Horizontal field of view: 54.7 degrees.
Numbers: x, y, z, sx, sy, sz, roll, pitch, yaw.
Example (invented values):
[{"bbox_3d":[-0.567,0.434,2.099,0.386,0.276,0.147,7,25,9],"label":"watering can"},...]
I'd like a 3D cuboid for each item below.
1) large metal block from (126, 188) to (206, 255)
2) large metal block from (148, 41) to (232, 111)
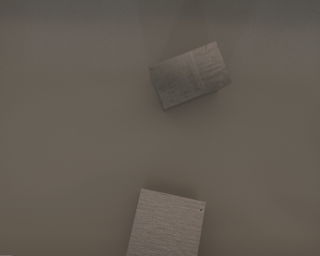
[{"bbox_3d":[0.007,0.126,0.388,0.080,0.050,0.080,12,73,0],"label":"large metal block"},{"bbox_3d":[0.034,-0.059,0.384,0.080,0.080,0.050,-21,90,0],"label":"large metal block"}]
